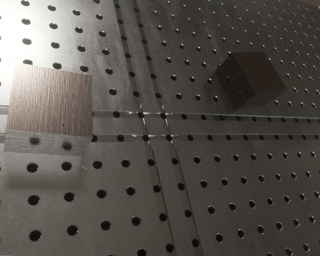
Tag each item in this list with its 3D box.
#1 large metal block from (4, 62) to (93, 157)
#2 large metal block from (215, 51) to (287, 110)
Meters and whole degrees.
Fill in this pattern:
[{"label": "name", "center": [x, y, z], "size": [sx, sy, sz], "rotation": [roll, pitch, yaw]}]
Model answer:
[{"label": "large metal block", "center": [-0.120, -0.018, 0.339], "size": [0.081, 0.050, 0.080], "rotation": [7, 59, -25]}, {"label": "large metal block", "center": [0.154, -0.082, 0.528], "size": [0.081, 0.050, 0.080], "rotation": [-11, 68, -33]}]
